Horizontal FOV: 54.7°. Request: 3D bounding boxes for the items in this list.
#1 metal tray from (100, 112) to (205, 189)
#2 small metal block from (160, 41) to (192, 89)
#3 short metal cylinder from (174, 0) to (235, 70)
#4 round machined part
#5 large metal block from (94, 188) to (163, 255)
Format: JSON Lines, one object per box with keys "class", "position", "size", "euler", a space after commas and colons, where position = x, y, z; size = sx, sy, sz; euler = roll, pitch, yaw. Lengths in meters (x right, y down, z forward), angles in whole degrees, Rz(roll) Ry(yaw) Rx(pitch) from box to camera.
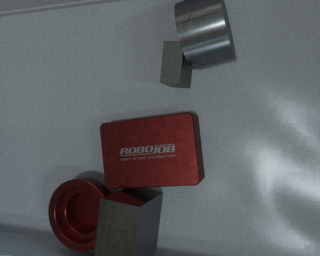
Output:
{"class": "metal tray", "position": [-0.012, 0.031, 0.411], "size": [0.130, 0.030, 0.089], "euler": [-6, 88, 19]}
{"class": "small metal block", "position": [0.022, -0.078, 0.389], "size": [0.025, 0.050, 0.050], "euler": [6, 92, 19]}
{"class": "short metal cylinder", "position": [0.054, -0.113, 0.362], "size": [0.050, 0.080, 0.080], "euler": [-12, 86, 19]}
{"class": "round machined part", "position": [-0.103, 0.118, 0.436], "size": [0.098, 0.042, 0.097], "euler": [0, 91, 20]}
{"class": "large metal block", "position": [-0.037, 0.124, 0.393], "size": [0.050, 0.080, 0.079], "euler": [7, 93, 19]}
